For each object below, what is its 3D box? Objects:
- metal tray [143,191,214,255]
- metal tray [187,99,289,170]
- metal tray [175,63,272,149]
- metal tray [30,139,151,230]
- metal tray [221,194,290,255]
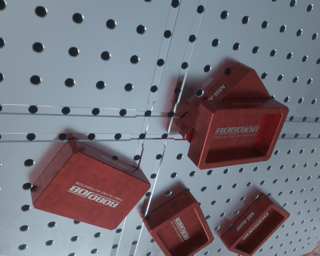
[{"bbox_3d":[0.036,0.177,0.535,0.090,0.030,0.130,-31,129,-8],"label":"metal tray"},{"bbox_3d":[0.109,0.007,0.430,0.131,0.030,0.089,-3,120,-27],"label":"metal tray"},{"bbox_3d":[0.096,-0.018,0.449,0.130,0.030,0.090,-45,129,3],"label":"metal tray"},{"bbox_3d":[-0.087,0.080,0.409,0.130,0.030,0.090,33,100,-38],"label":"metal tray"},{"bbox_3d":[0.198,0.204,0.640,0.090,0.030,0.130,34,99,-39],"label":"metal tray"}]
